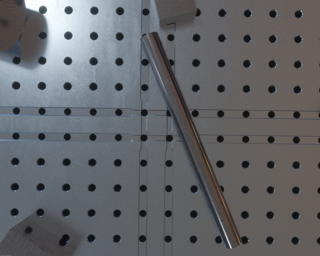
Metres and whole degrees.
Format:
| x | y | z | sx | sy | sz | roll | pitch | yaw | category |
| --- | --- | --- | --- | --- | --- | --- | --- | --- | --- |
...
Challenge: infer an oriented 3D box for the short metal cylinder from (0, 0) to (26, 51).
| x | y | z | sx | sy | sz | roll | pitch | yaw | category |
| --- | --- | --- | --- | --- | --- | --- | --- | --- | --- |
| -0.212 | -0.142 | 0.384 | 0.050 | 0.080 | 0.080 | 18 | 90 | 0 | short metal cylinder |

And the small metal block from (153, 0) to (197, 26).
| x | y | z | sx | sy | sz | roll | pitch | yaw | category |
| --- | --- | --- | --- | --- | --- | --- | --- | --- | --- |
| 0.018 | -0.170 | 0.413 | 0.050 | 0.025 | 0.050 | -14 | 90 | 0 | small metal block |

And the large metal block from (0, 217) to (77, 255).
| x | y | z | sx | sy | sz | roll | pitch | yaw | category |
| --- | --- | --- | --- | --- | --- | --- | --- | --- | --- |
| -0.170 | 0.178 | 0.400 | 0.080 | 0.050 | 0.080 | 33 | 90 | 0 | large metal block |

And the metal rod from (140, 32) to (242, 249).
| x | y | z | sx | sy | sz | roll | pitch | yaw | category |
| --- | --- | --- | --- | --- | --- | --- | --- | --- | --- |
| 0.041 | 0.016 | 0.413 | 0.025 | 0.025 | 0.299 | -22 | 90 | 0 | metal rod |
